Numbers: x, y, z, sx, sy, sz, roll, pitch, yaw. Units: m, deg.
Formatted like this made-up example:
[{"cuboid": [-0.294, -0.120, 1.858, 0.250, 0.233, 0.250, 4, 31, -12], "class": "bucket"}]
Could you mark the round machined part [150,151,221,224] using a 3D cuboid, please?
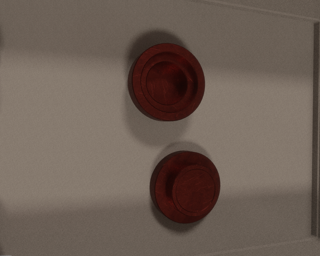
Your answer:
[{"cuboid": [0.040, 0.081, 0.418, 0.099, 0.042, 0.097, 0, 90, -21], "class": "round machined part"}]

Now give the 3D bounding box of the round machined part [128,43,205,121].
[{"cuboid": [0.006, -0.057, 0.404, 0.099, 0.042, 0.097, 0, 90, -21], "class": "round machined part"}]
